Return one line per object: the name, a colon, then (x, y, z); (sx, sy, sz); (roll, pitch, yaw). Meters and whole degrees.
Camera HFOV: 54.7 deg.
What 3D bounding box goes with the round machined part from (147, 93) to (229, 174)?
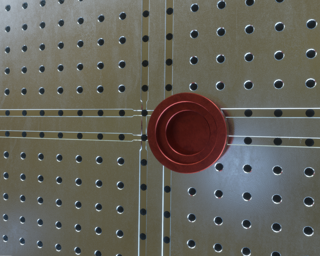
round machined part: (0.037, 0.006, 0.390); (0.098, 0.042, 0.097); (0, 90, 19)
